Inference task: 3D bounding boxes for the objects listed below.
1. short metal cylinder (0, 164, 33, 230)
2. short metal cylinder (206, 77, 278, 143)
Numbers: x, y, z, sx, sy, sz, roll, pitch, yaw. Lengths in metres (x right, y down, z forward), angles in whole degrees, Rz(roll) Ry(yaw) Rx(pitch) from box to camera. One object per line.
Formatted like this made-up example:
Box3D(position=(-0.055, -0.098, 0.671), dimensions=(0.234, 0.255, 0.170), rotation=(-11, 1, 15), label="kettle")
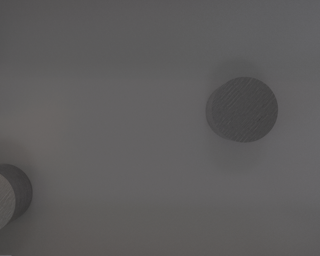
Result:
Box3D(position=(-0.214, 0.089, 0.397), dimensions=(0.081, 0.050, 0.080), rotation=(0, 90, 0), label="short metal cylinder")
Box3D(position=(0.103, -0.022, 0.399), dimensions=(0.081, 0.050, 0.080), rotation=(0, 90, 0), label="short metal cylinder")
